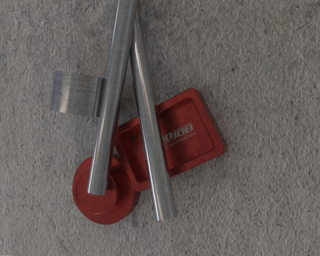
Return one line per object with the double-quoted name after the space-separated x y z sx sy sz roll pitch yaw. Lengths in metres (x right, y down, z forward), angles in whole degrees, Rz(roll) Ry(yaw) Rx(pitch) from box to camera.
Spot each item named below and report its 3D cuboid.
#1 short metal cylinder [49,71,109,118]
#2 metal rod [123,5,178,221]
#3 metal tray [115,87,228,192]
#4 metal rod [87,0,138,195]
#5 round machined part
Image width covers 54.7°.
-0.104 -0.044 0.416 0.080 0.080 0.050 10 94 19 "short metal cylinder"
-0.019 -0.040 0.386 0.025 0.025 0.299 -16 74 19 "metal rod"
0.009 0.017 0.402 0.130 0.030 0.090 -27 81 17 "metal tray"
-0.055 -0.066 0.386 0.025 0.025 0.298 10 92 19 "metal rod"
-0.080 0.085 0.428 0.098 0.042 0.097 0 90 20 "round machined part"
